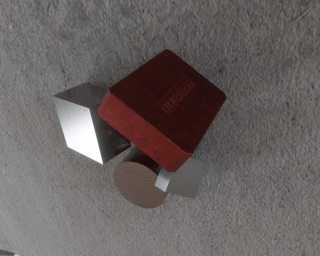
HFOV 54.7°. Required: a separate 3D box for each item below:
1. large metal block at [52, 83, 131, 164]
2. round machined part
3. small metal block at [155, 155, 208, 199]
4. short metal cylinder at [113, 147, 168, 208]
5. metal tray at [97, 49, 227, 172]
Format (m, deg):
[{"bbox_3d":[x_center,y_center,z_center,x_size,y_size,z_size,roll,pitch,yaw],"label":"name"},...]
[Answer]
[{"bbox_3d":[-0.091,-0.008,0.417,0.080,0.050,0.079,18,128,38],"label":"large metal block"},{"bbox_3d":[-0.006,-0.008,0.395,0.098,0.042,0.097,13,124,20],"label":"round machined part"},{"bbox_3d":[0.028,0.060,0.399,0.050,0.050,0.025,21,178,-34],"label":"small metal block"},{"bbox_3d":[-0.019,0.067,0.443,0.080,0.050,0.079,13,124,20],"label":"short metal cylinder"},{"bbox_3d":[0.010,-0.026,0.317,0.090,0.131,0.030,39,129,1],"label":"metal tray"}]
